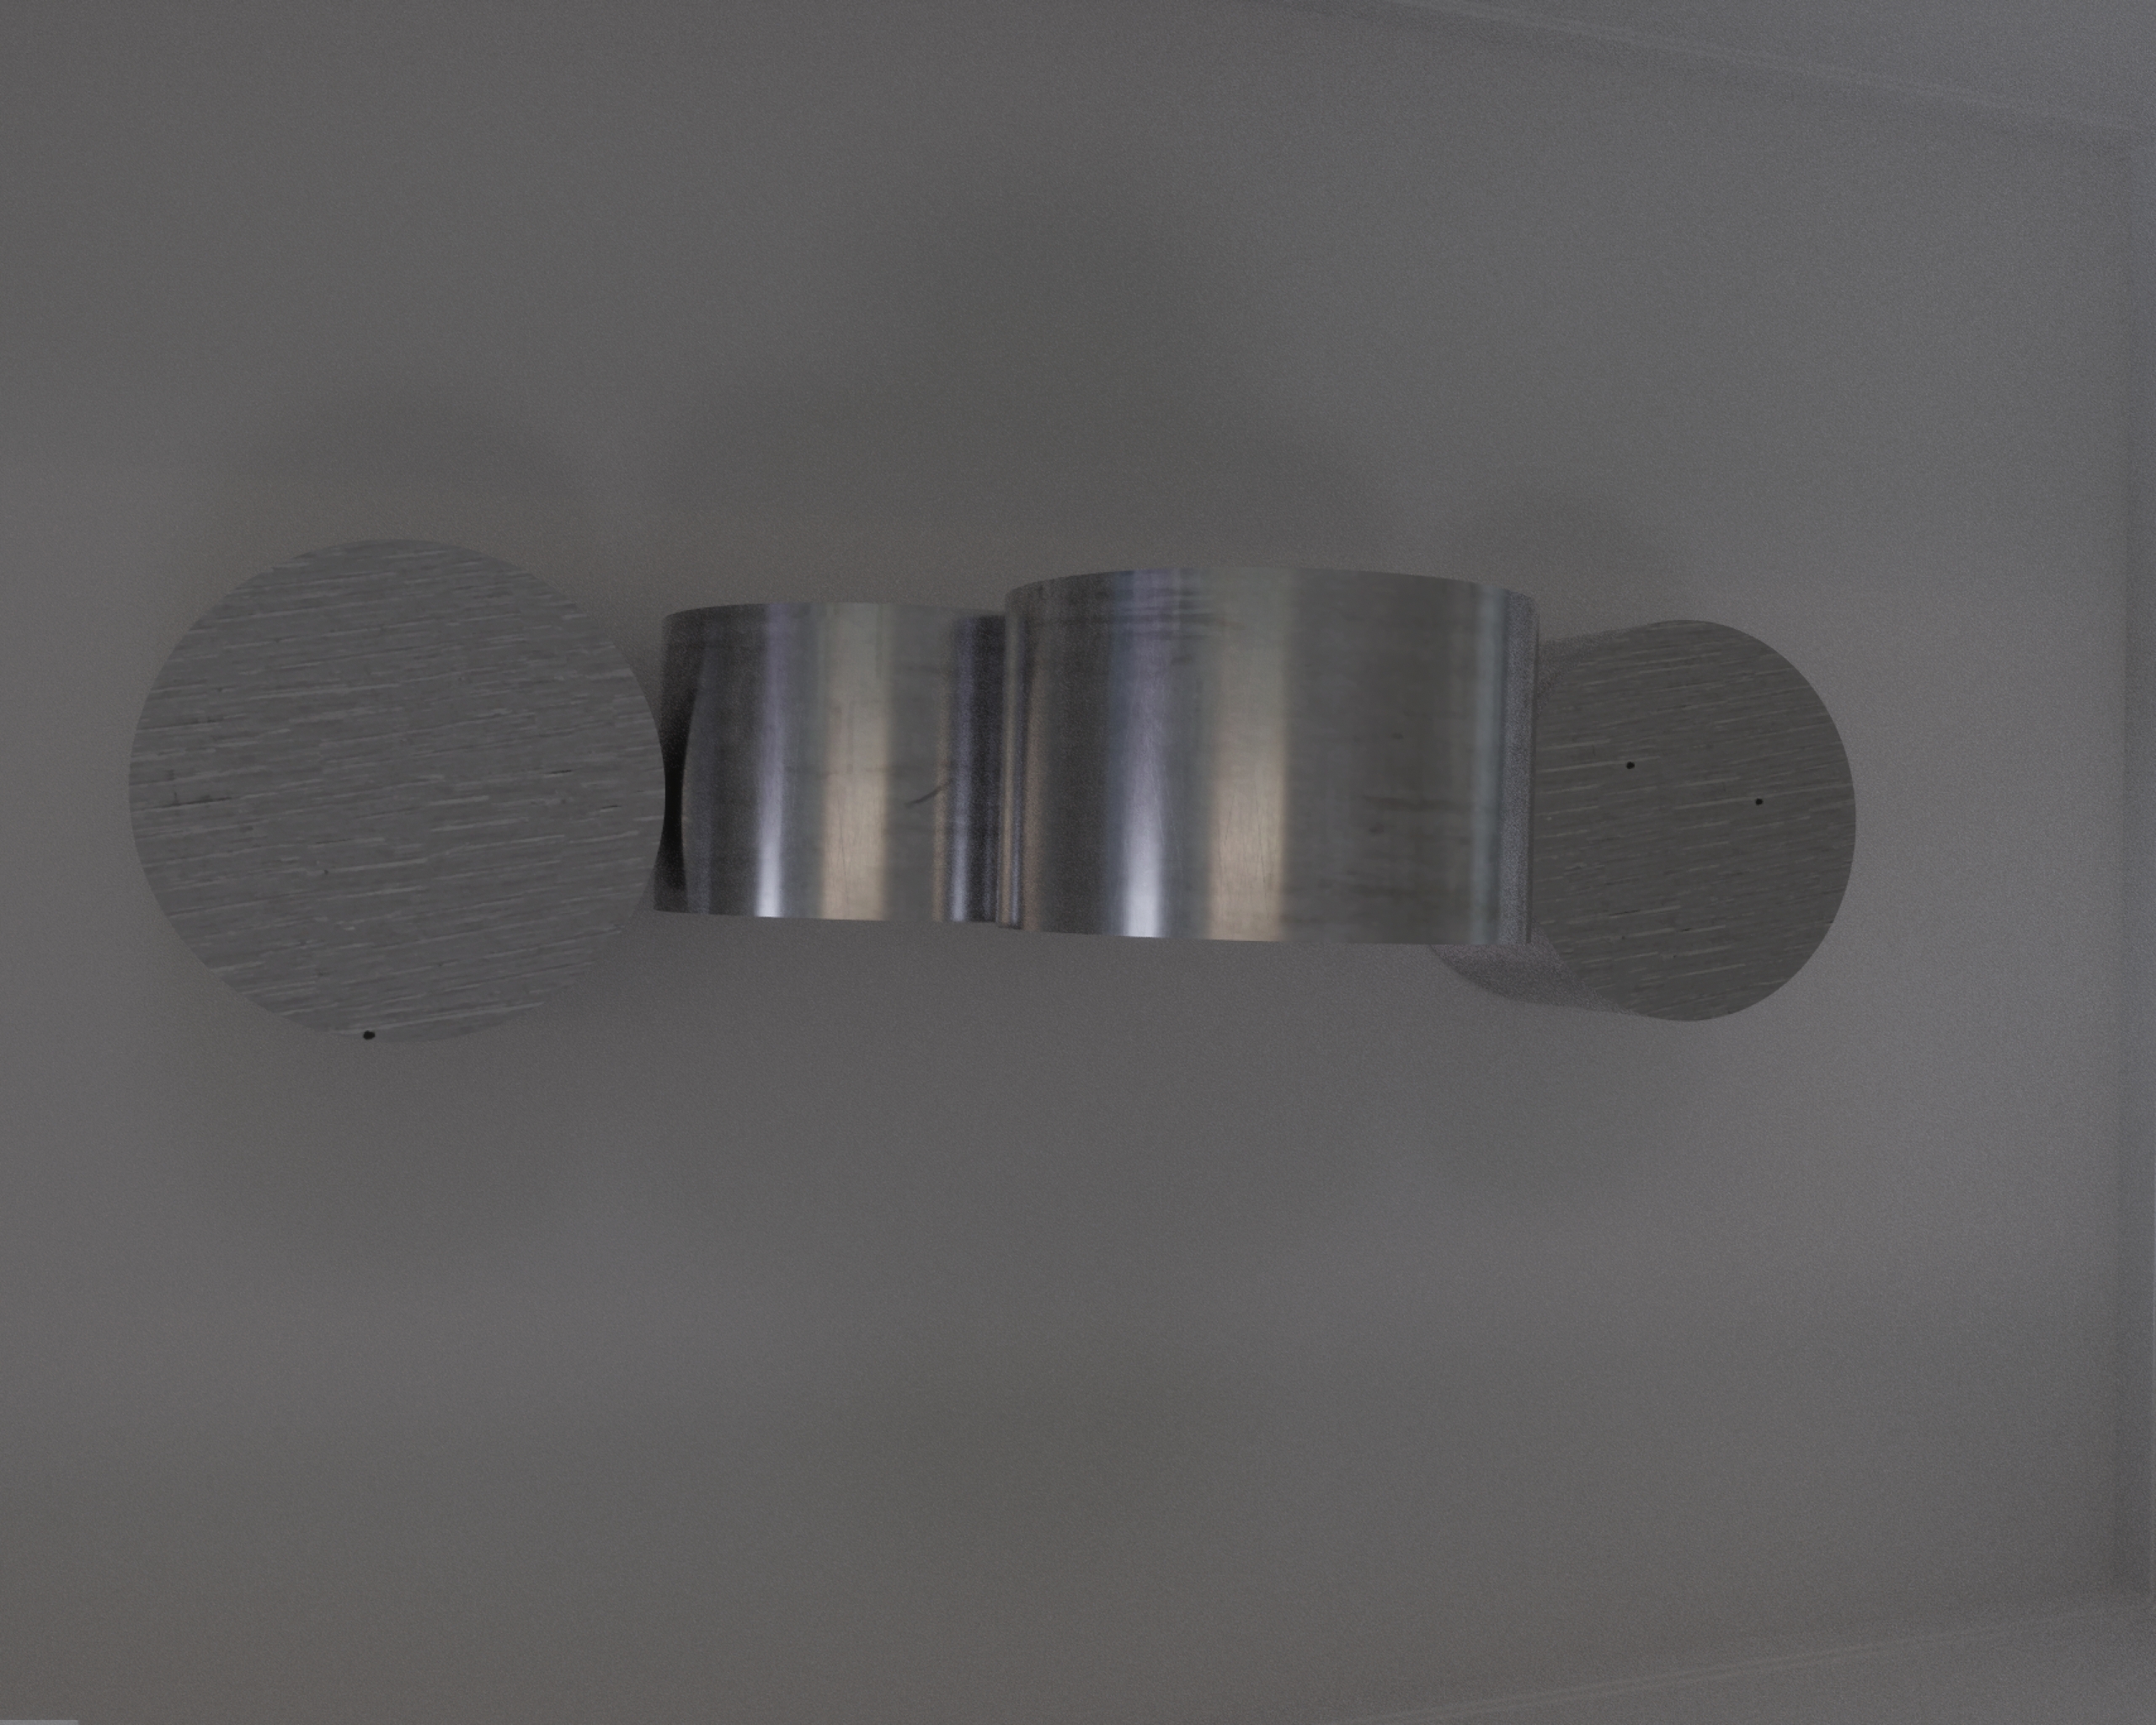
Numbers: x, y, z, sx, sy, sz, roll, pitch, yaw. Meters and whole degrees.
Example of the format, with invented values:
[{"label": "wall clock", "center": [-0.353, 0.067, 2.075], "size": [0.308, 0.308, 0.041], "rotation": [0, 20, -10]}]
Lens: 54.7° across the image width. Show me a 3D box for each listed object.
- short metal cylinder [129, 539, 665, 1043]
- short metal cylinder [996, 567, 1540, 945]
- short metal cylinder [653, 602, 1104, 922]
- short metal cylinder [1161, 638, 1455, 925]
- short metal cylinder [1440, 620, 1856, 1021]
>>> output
[{"label": "short metal cylinder", "center": [-0.114, -0.011, 0.353], "size": [0.081, 0.050, 0.080], "rotation": [0, 90, -20]}, {"label": "short metal cylinder", "center": [0.028, -0.014, 0.317], "size": [0.081, 0.080, 0.050], "rotation": [2, 89, -20]}, {"label": "short metal cylinder", "center": [-0.033, -0.016, 0.367], "size": [0.081, 0.080, 0.050], "rotation": [2, 89, -20]}, {"label": "short metal cylinder", "center": [0.043, -0.013, 0.395], "size": [0.081, 0.080, 0.050], "rotation": [2, 89, -20]}, {"label": "short metal cylinder", "center": [0.113, -0.008, 0.437], "size": [0.081, 0.050, 0.080], "rotation": [0, 90, -20]}]
